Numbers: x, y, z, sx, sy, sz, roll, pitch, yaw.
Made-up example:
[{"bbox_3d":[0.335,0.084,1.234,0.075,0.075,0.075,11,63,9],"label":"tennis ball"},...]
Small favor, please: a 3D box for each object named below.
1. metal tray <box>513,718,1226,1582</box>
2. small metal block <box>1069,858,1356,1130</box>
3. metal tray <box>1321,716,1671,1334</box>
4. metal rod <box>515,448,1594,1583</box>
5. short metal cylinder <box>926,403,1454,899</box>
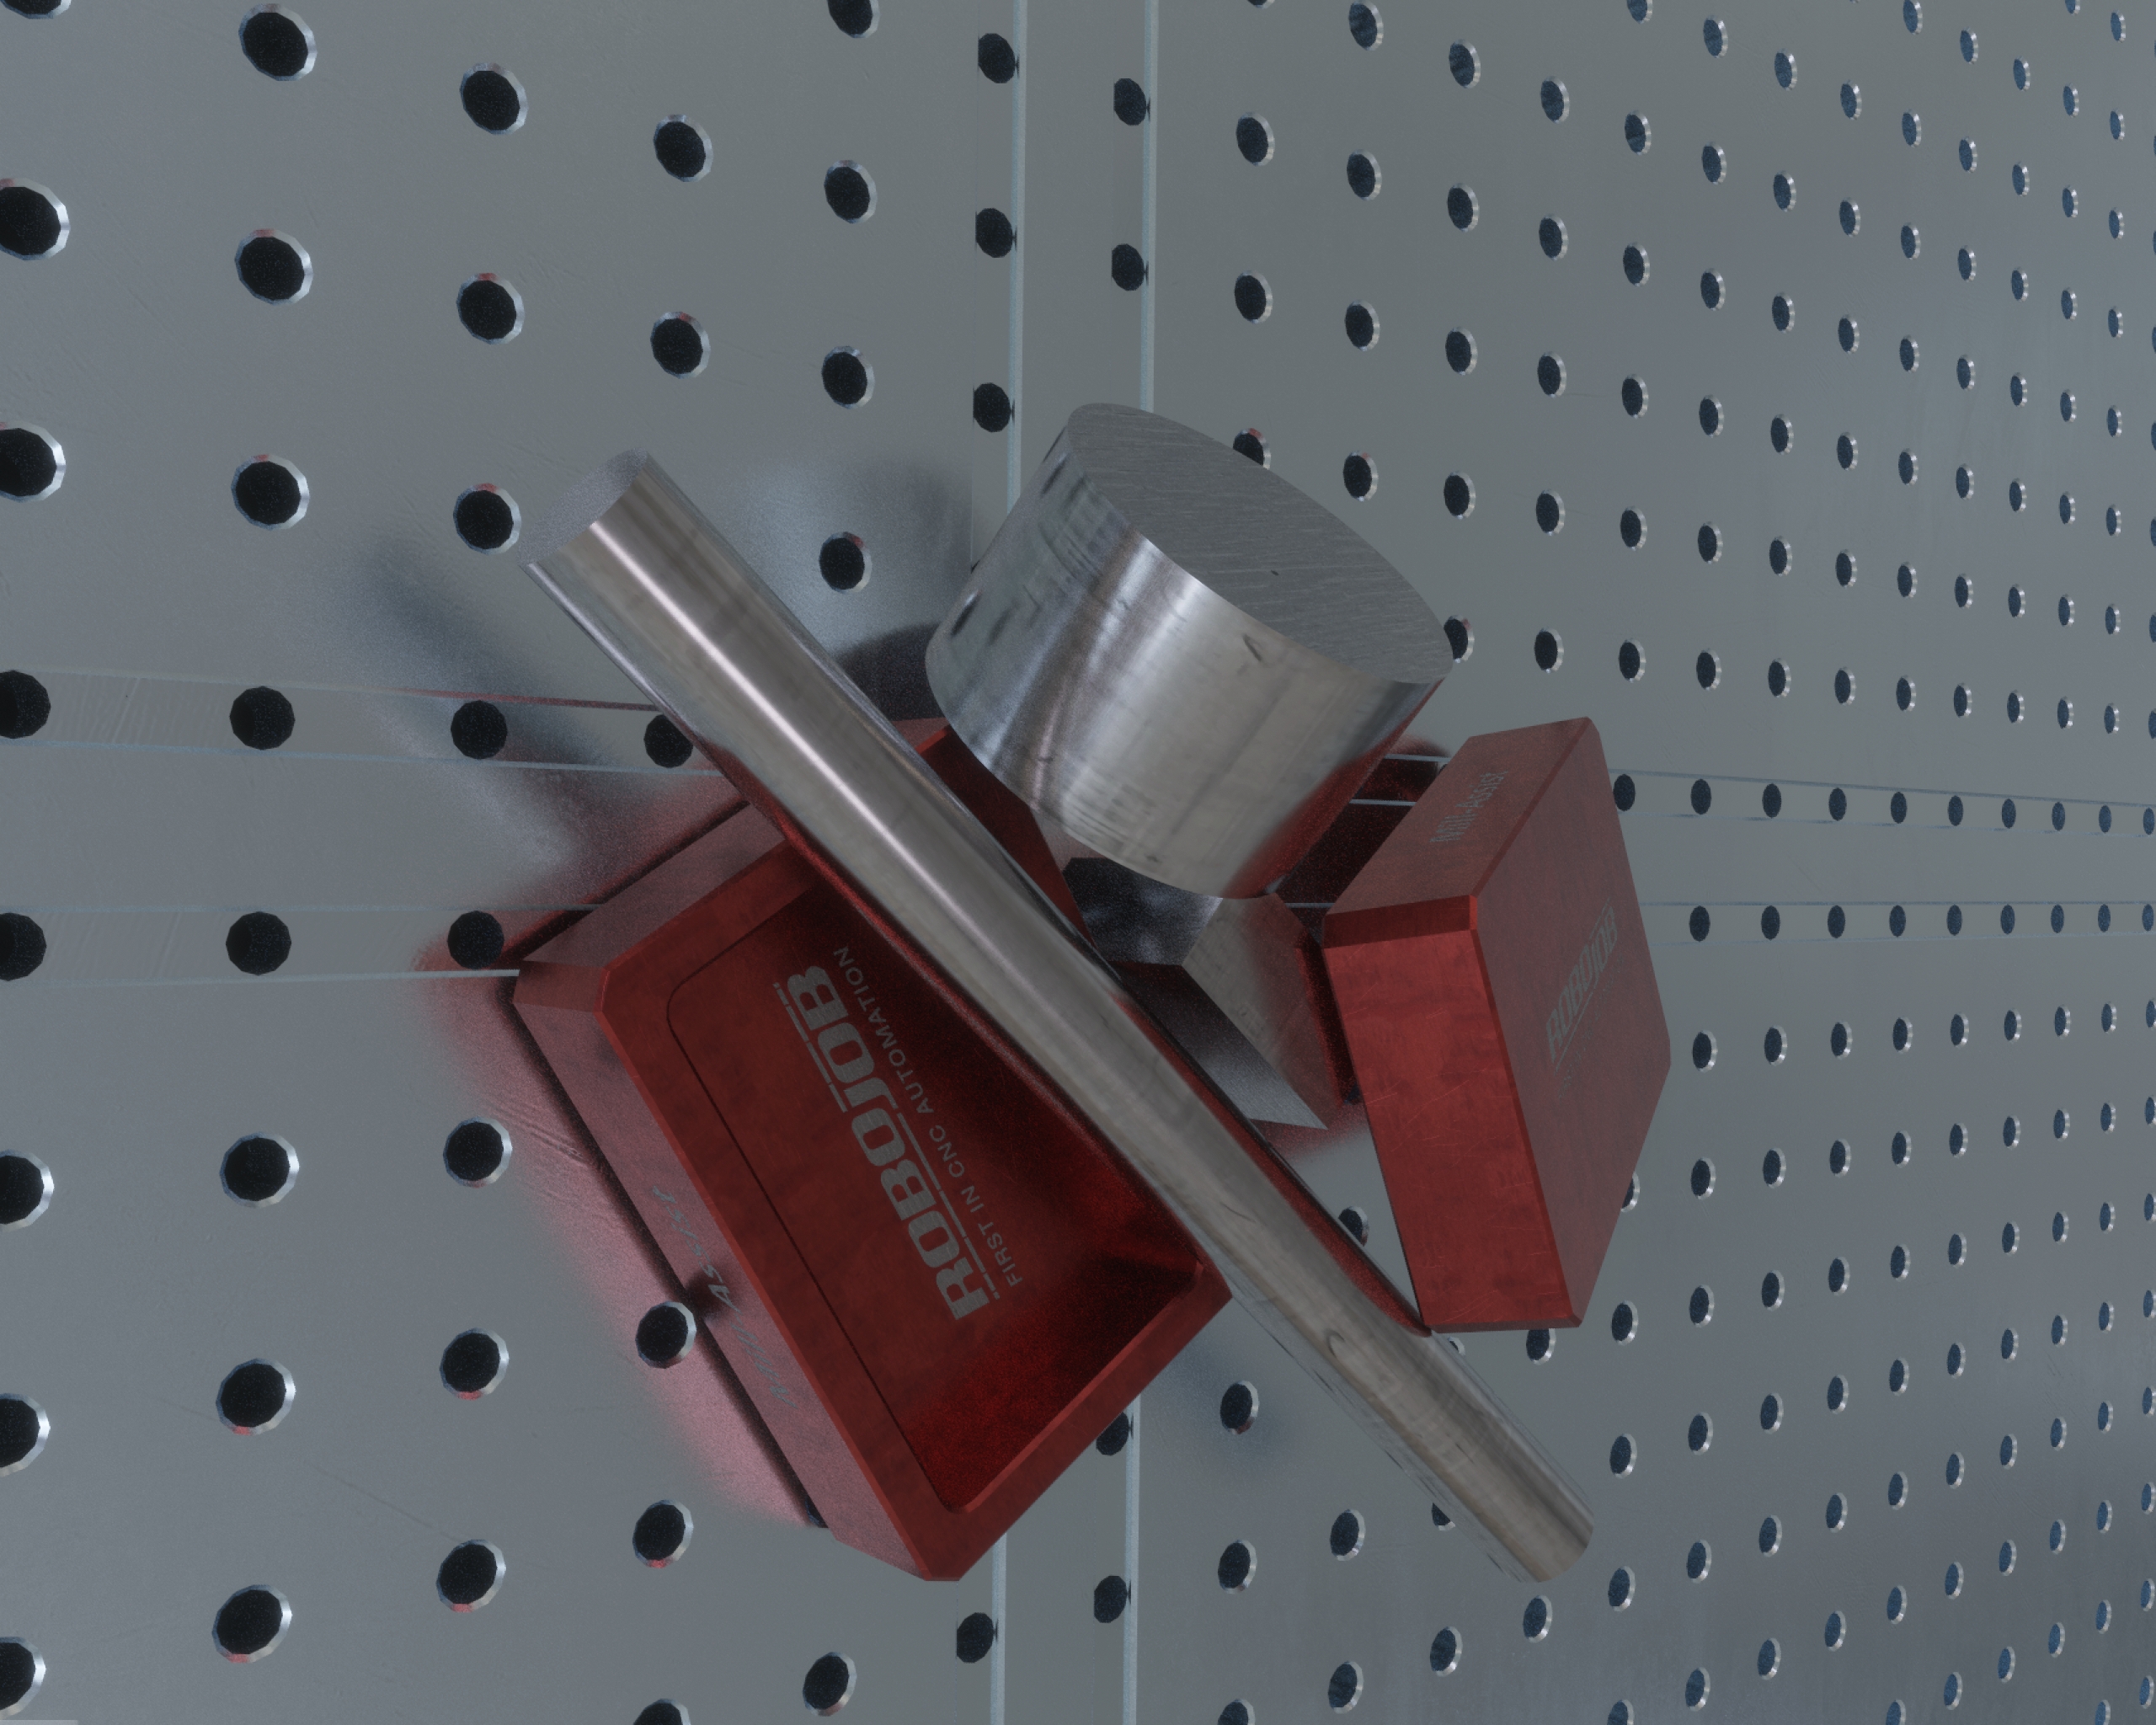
[{"bbox_3d":[-0.030,0.050,0.376,0.091,0.030,0.129,-39,114,-33],"label":"metal tray"},{"bbox_3d":[0.023,0.025,0.407,0.050,0.050,0.025,48,61,-30],"label":"small metal block"},{"bbox_3d":[0.095,0.030,0.448,0.131,0.030,0.089,-40,117,-59],"label":"metal tray"},{"bbox_3d":[0.014,0.046,0.377,0.300,0.025,0.025,49,61,-29],"label":"metal rod"},{"bbox_3d":[0.020,-0.039,0.378,0.081,0.080,0.050,10,125,-40],"label":"short metal cylinder"}]
